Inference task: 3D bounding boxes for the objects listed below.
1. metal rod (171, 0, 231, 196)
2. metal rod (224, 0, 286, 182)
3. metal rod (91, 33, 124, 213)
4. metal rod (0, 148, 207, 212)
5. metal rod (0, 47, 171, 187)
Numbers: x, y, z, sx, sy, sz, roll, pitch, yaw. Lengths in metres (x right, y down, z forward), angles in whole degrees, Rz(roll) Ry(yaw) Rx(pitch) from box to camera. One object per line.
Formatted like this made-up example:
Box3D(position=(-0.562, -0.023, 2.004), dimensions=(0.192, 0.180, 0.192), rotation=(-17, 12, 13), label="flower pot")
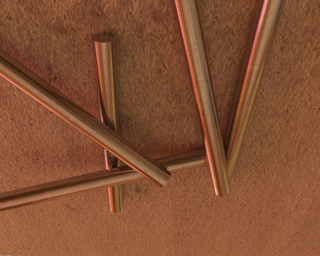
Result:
Box3D(position=(0.053, -0.029, 0.366), dimensions=(0.025, 0.025, 0.298), rotation=(-11, 125, 9), label="metal rod")
Box3D(position=(0.102, -0.024, 0.387), dimensions=(0.025, 0.025, 0.298), rotation=(2, 130, -2), label="metal rod")
Box3D(position=(-0.066, 0.018, 0.421), dimensions=(0.025, 0.025, 0.298), rotation=(2, 130, -2), label="metal rod")
Box3D(position=(-0.078, 0.071, 0.429), dimensions=(0.302, 0.025, 0.025), rotation=(-12, 130, -5), label="metal rod")
Box3D(position=(-0.106, -0.019, 0.364), dimensions=(0.301, 0.025, 0.025), rotation=(38, 121, -19), label="metal rod")
